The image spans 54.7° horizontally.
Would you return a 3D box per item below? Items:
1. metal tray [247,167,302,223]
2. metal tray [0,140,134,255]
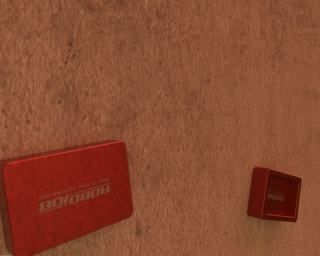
[{"bbox_3d":[0.222,0.129,0.591,0.131,0.030,0.090,18,79,-39],"label":"metal tray"},{"bbox_3d":[-0.093,0.067,0.325,0.131,0.030,0.089,-10,97,-40],"label":"metal tray"}]
